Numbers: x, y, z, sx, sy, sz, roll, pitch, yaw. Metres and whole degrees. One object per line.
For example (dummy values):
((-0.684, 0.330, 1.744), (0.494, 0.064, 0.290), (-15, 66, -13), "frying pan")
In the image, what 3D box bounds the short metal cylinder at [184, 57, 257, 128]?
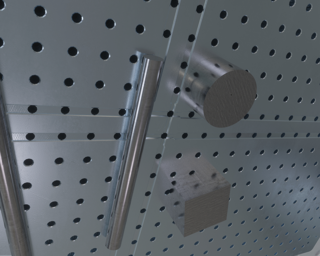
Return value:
((0.079, -0.047, 0.409), (0.081, 0.050, 0.079), (-14, 124, -21), "short metal cylinder")

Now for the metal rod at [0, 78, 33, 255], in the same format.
((-0.176, 0.073, 0.360), (0.025, 0.025, 0.298), (-9, 123, -24), "metal rod")

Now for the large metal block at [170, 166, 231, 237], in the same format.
((0.063, 0.118, 0.503), (0.081, 0.050, 0.079), (-15, 125, -20), "large metal block")

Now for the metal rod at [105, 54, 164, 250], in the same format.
((-0.040, 0.050, 0.419), (0.025, 0.025, 0.298), (-1, 119, -28), "metal rod")
